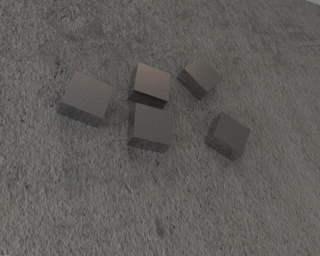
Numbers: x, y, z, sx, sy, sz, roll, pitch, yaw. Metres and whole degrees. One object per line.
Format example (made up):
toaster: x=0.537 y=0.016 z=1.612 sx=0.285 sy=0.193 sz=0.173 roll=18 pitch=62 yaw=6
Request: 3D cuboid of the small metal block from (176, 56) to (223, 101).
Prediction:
small metal block: x=0.063 y=-0.078 z=0.485 sx=0.050 sy=0.025 sz=0.050 roll=46 pitch=51 yaw=4

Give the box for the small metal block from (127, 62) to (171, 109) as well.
small metal block: x=-0.014 y=-0.057 z=0.431 sx=0.050 sy=0.025 sz=0.050 roll=18 pitch=55 yaw=-18

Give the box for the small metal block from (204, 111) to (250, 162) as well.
small metal block: x=0.098 y=0.012 z=0.449 sx=0.050 sy=0.025 sz=0.050 roll=33 pitch=51 yaw=-7

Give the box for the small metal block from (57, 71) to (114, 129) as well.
small metal block: x=-0.089 y=-0.034 z=0.376 sx=0.050 sy=0.025 sz=0.050 roll=23 pitch=53 yaw=-15

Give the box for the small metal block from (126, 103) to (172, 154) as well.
small metal block: x=-0.013 y=0.001 z=0.396 sx=0.050 sy=0.025 sz=0.050 roll=14 pitch=56 yaw=-21
